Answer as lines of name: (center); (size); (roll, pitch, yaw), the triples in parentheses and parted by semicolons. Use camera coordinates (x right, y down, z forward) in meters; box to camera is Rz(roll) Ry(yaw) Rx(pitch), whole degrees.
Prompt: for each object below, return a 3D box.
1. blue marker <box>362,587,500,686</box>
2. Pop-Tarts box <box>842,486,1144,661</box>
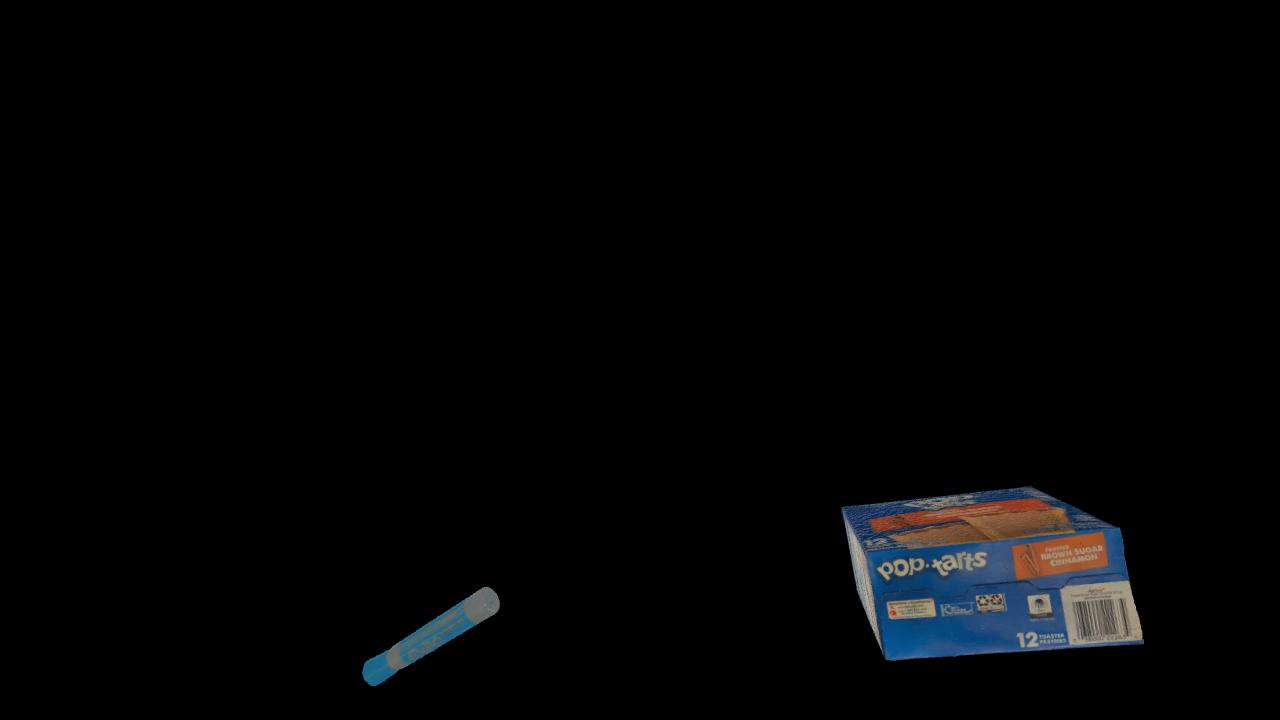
blue marker: (-0.147, 0.193, 0.425); (0.121, 0.020, 0.020); (-35, -10, 15)
Pop-Tarts box: (0.261, 0.162, 0.490); (0.167, 0.083, 0.141); (-9, -2, 12)
